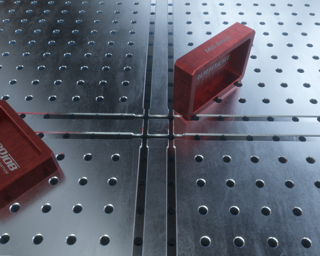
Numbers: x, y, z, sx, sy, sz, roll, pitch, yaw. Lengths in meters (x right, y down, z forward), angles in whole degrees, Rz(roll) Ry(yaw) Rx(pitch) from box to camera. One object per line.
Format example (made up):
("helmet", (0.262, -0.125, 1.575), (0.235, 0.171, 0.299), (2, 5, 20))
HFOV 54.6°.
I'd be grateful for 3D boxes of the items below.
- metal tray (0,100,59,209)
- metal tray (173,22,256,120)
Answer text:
("metal tray", (-0.199, 0.028, 0.380), (0.090, 0.030, 0.130), (-37, 59, -27))
("metal tray", (0.074, -0.079, 0.432), (0.131, 0.090, 0.030), (-37, 59, -27))
